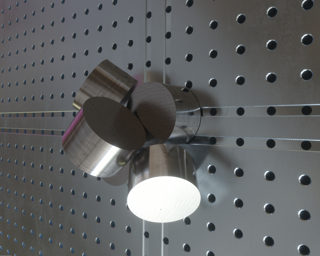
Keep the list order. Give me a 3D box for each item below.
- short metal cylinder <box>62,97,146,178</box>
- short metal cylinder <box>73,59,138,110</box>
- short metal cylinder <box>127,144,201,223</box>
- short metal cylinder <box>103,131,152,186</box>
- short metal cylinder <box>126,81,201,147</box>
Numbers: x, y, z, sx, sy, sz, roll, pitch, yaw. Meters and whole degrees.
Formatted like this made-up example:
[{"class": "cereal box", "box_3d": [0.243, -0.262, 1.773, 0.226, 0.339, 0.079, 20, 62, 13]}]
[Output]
[{"class": "short metal cylinder", "box_3d": [-0.064, 0.010, 0.357, 0.050, 0.081, 0.080, -49, 62, 29]}, {"class": "short metal cylinder", "box_3d": [-0.073, -0.046, 0.422, 0.050, 0.080, 0.080, 35, 116, -3]}, {"class": "short metal cylinder", "box_3d": [0.004, 0.065, 0.359, 0.080, 0.080, 0.050, -48, 26, 29]}, {"class": "short metal cylinder", "box_3d": [-0.045, 0.036, 0.427, 0.080, 0.050, 0.079, 0, 90, 39]}, {"class": "short metal cylinder", "box_3d": [0.003, -0.016, 0.388, 0.080, 0.050, 0.079, 0, 90, 39]}]
